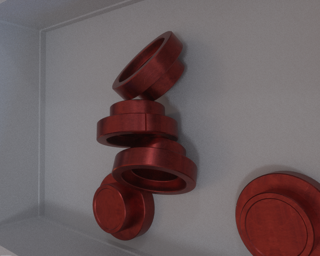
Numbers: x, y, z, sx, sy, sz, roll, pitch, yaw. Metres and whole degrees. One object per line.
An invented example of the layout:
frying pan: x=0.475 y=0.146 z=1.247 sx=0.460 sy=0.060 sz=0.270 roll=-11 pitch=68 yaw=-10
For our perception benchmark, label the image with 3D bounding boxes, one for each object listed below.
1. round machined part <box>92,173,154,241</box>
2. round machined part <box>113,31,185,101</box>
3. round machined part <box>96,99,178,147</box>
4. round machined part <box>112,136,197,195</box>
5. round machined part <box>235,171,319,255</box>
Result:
round machined part: x=-0.058 y=0.111 z=0.442 sx=0.098 sy=0.042 sz=0.097 roll=0 pitch=90 yaw=39
round machined part: x=-0.009 y=-0.068 z=0.379 sx=0.098 sy=0.098 sz=0.042 roll=-30 pitch=116 yaw=35
round machined part: x=-0.027 y=-0.005 z=0.381 sx=0.098 sy=0.099 sz=0.042 roll=-14 pitch=71 yaw=39
round machined part: x=-0.005 y=0.044 z=0.369 sx=0.098 sy=0.098 sz=0.042 roll=-17 pitch=52 yaw=38
round machined part: x=0.117 y=0.092 z=0.298 sx=0.098 sy=0.042 sz=0.097 roll=0 pitch=90 yaw=39
